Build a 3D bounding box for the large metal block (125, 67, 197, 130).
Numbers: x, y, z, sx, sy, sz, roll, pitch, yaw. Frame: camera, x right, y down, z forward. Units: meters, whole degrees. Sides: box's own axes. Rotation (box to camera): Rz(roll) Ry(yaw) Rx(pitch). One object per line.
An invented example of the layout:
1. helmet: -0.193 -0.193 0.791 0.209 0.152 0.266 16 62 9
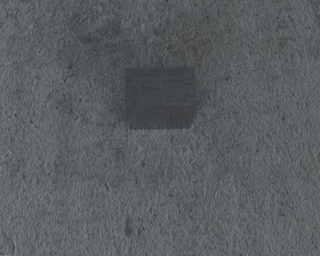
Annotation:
1. large metal block: 0.000 -0.035 0.393 0.081 0.080 0.050 -1 70 -1
